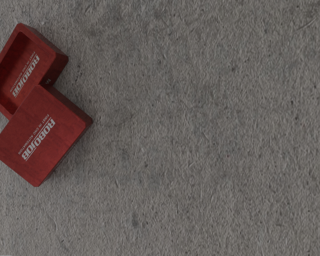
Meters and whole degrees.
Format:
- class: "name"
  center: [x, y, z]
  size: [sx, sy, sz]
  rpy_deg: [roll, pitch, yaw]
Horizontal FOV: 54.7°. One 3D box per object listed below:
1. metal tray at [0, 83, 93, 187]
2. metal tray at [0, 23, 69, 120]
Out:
- class: "metal tray"
  center: [-0.173, 0.011, 0.453]
  size: [0.090, 0.030, 0.130]
  rpy_deg: [40, 103, -4]
- class: "metal tray"
  center: [-0.212, -0.083, 0.481]
  size: [0.090, 0.030, 0.130]
  rpy_deg: [40, 102, 15]
